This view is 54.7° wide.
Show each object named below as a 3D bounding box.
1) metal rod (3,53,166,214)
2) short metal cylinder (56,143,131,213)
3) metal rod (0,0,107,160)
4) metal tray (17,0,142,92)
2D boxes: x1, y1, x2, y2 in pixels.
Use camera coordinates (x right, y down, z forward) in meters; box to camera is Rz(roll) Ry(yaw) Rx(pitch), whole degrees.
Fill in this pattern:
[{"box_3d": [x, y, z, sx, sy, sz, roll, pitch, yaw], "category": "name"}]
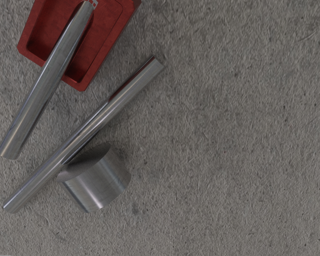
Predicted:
[{"box_3d": [-0.109, 0.016, 0.414, 0.299, 0.025, 0.025, -42, 105, 14], "category": "metal rod"}, {"box_3d": [-0.085, 0.063, 0.403, 0.080, 0.080, 0.050, -28, 108, 10], "category": "short metal cylinder"}, {"box_3d": [-0.101, -0.096, 0.346, 0.025, 0.025, 0.299, 30, 97, -11], "category": "metal rod"}, {"box_3d": [-0.092, -0.113, 0.343, 0.090, 0.030, 0.129, 34, 125, -12], "category": "metal tray"}]
